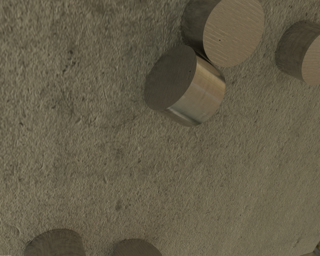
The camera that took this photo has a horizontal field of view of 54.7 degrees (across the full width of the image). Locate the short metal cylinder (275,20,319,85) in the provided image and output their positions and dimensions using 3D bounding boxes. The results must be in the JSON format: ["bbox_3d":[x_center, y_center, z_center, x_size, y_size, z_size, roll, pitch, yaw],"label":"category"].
[{"bbox_3d":[0.214,-0.107,0.440,0.081,0.050,0.079,-14,124,-21],"label":"short metal cylinder"}]

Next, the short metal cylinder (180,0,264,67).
[{"bbox_3d":[0.071,-0.117,0.357,0.081,0.050,0.079,-14,124,-21],"label":"short metal cylinder"}]

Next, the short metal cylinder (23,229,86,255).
[{"bbox_3d":[-0.143,0.188,0.428,0.081,0.050,0.079,-14,124,-21],"label":"short metal cylinder"}]

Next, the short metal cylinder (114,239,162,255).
[{"bbox_3d":[-0.039,0.223,0.488,0.081,0.080,0.050,8,114,-32],"label":"short metal cylinder"}]

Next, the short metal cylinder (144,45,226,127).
[{"bbox_3d":[0.027,-0.047,0.357,0.050,0.080,0.080,27,104,-37],"label":"short metal cylinder"}]
